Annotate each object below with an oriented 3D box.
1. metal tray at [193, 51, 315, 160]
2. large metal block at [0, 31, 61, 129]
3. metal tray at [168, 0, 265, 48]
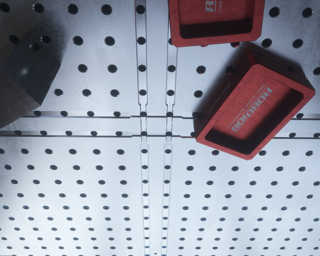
[{"bbox_3d":[0.113,-0.022,0.390,0.091,0.030,0.129,20,127,-17],"label":"metal tray"},{"bbox_3d":[-0.164,-0.048,0.333,0.080,0.080,0.050,-25,126,19],"label":"large metal block"},{"bbox_3d":[0.051,-0.144,0.286,0.091,0.030,0.129,-5,130,3],"label":"metal tray"}]
